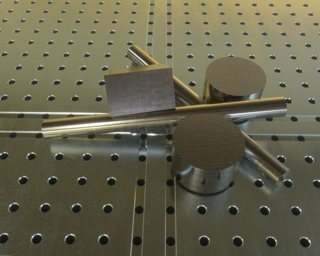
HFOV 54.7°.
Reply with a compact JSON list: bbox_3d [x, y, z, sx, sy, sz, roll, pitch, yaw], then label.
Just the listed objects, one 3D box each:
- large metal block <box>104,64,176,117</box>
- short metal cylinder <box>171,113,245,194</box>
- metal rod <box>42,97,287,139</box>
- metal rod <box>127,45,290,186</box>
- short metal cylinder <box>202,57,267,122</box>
[{"bbox_3d":[-0.028,-0.053,0.407,0.081,0.050,0.080,-8,16,-6],"label":"large metal block"},{"bbox_3d":[0.054,0.029,0.363,0.081,0.050,0.080,0,50,0],"label":"short metal cylinder"},{"bbox_3d":[0.003,-0.012,0.391,0.302,0.025,0.025,-5,50,3],"label":"metal rod"},{"bbox_3d":[0.049,-0.033,0.432,0.025,0.025,0.300,-31,57,-23],"label":"metal rod"},{"bbox_3d":[0.102,-0.055,0.434,0.081,0.050,0.080,0,50,0],"label":"short metal cylinder"}]
